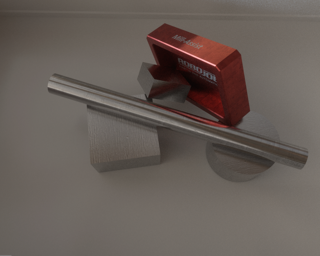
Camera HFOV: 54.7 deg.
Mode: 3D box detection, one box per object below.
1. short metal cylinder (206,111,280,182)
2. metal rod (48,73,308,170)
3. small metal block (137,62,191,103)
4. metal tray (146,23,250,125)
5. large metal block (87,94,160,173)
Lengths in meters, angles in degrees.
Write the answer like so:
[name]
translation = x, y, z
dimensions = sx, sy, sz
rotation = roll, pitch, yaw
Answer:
[short metal cylinder]
translation = 0.101, 0.024, 0.387
dimensions = 0.081, 0.050, 0.080
rotation = 0, 70, 0
[metal rod]
translation = 0.015, -0.010, 0.358
dimensions = 0.301, 0.025, 0.025
rotation = 17, 71, 5
[small metal block]
translation = 0.004, -0.058, 0.394
dimensions = 0.050, 0.025, 0.050
rotation = 6, 32, -26
[metal tray]
translation = 0.044, -0.066, 0.372
dimensions = 0.030, 0.090, 0.130
rotation = -39, 45, -14
[large metal block]
translation = -0.045, 0.007, 0.392
dimensions = 0.081, 0.050, 0.080
rotation = -7, 70, -3
